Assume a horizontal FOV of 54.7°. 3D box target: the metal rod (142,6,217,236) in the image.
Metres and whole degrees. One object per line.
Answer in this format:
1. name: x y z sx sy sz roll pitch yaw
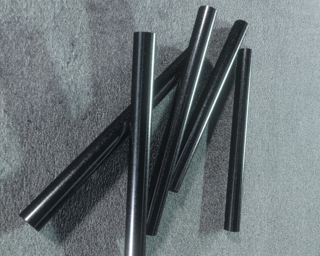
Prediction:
1. metal rod: 0.024 -0.012 0.400 0.025 0.025 0.299 18 85 -39

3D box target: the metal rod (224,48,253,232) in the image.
1. metal rod: 0.130 0.017 0.513 0.025 0.025 0.298 9 84 -40

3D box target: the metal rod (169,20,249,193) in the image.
1. metal rod: 0.074 -0.045 0.466 0.025 0.025 0.300 40 66 -33

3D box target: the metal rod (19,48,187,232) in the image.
1. metal rod: -0.039 -0.007 0.371 0.301 0.025 0.025 -49 119 -29

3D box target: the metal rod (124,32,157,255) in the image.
1. metal rod: -0.024 0.044 0.358 0.025 0.025 0.298 -3 100 -40
